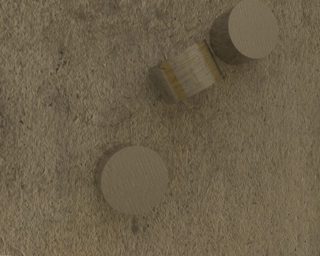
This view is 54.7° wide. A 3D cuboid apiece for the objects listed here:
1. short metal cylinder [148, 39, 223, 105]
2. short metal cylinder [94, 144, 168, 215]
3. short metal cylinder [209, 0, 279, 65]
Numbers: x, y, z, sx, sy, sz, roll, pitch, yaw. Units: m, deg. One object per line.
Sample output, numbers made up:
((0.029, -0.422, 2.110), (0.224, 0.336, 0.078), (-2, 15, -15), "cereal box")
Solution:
((0.032, -0.070, 0.391), (0.080, 0.080, 0.050), (-32, 101, -17), "short metal cylinder")
((-0.037, 0.060, 0.382), (0.081, 0.050, 0.080), (0, 90, -20), "short metal cylinder")
((0.118, -0.133, 0.439), (0.081, 0.050, 0.080), (0, 90, -20), "short metal cylinder")
